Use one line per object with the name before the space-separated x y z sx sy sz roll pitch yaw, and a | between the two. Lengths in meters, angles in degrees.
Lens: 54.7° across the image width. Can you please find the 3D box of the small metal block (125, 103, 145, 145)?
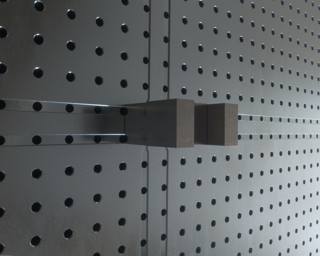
small metal block | -0.018 -0.005 0.379 0.025 0.050 0.050 1 90 -40

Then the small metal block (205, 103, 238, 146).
small metal block | 0.069 -0.004 0.386 0.025 0.050 0.050 1 89 -40

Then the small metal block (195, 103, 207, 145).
small metal block | 0.030 -0.005 0.372 0.050 0.025 0.050 1 90 -40

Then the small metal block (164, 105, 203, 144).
small metal block | 0.032 -0.004 0.421 0.025 0.050 0.050 -1 91 -40

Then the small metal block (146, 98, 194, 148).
small metal block | 0.010 -0.005 0.337 0.025 0.050 0.050 1 89 -40
